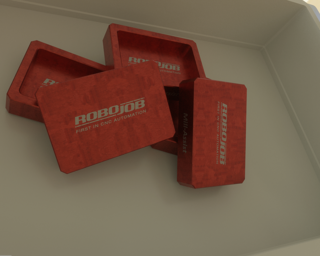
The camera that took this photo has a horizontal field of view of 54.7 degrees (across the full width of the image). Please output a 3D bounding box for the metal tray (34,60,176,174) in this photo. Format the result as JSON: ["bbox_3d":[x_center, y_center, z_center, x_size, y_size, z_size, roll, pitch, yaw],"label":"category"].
[{"bbox_3d":[-0.056,-0.015,0.337,0.131,0.030,0.089,-18,101,-19],"label":"metal tray"}]

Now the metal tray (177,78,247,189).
[{"bbox_3d":[0.068,0.007,0.393,0.091,0.030,0.129,2,89,-34],"label":"metal tray"}]

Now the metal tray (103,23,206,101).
[{"bbox_3d":[-0.005,-0.084,0.412,0.131,0.030,0.090,3,60,-27],"label":"metal tray"}]

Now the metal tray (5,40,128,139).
[{"bbox_3d":[-0.101,-0.043,0.371,0.131,0.030,0.090,18,55,-18],"label":"metal tray"}]

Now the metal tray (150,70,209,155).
[{"bbox_3d":[0.038,-0.023,0.436,0.091,0.030,0.130,18,55,-18],"label":"metal tray"}]
